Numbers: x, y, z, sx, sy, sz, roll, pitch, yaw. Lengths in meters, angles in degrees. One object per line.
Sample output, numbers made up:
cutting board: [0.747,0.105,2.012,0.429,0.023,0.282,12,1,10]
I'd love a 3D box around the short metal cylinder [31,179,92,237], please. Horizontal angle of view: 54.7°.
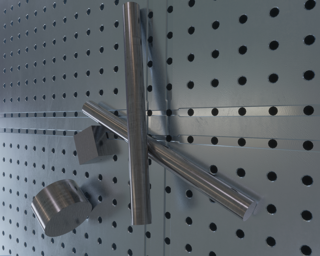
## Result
short metal cylinder: [-0.159,0.130,0.505,0.050,0.081,0.080,46,117,30]

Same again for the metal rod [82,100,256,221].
metal rod: [-0.010,0.028,0.417,0.300,0.025,0.025,30,109,36]

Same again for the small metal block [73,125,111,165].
small metal block: [-0.110,0.028,0.500,0.050,0.025,0.050,-25,74,37]

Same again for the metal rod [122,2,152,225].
metal rod: [-0.032,-0.028,0.410,0.025,0.025,0.299,-14,73,39]
